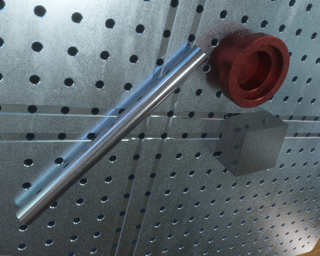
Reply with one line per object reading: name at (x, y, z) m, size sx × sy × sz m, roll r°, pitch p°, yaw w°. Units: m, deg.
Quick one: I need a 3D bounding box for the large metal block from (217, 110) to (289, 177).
large metal block at (0.144, 0.023, 0.488) m, size 0.081 × 0.050 × 0.079 m, roll -8°, pitch 122°, yaw -24°

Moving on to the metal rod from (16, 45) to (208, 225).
metal rod at (-0.060, 0.009, 0.384) m, size 0.300 × 0.025 × 0.025 m, roll -43°, pitch 130°, yaw 1°

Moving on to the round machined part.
round machined part at (0.121, -0.080, 0.417) m, size 0.099 × 0.042 × 0.097 m, roll -14°, pitch 124°, yaw -21°
